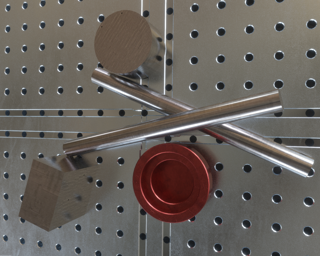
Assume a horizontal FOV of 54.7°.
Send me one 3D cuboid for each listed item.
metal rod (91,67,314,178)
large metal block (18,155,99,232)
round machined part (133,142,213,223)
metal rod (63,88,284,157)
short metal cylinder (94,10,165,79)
[{"bbox_3d":[0.040,-0.015,0.397,0.301,0.025,0.025,25,98,17],"label":"metal rod"},{"bbox_3d":[-0.138,0.085,0.430,0.050,0.080,0.080,19,96,19],"label":"large metal block"},{"bbox_3d":[0.018,0.067,0.396,0.098,0.042,0.097,0,90,19],"label":"round machined part"},{"bbox_3d":[-0.004,0.000,0.392,0.300,0.025,0.025,-13,86,27],"label":"metal rod"},{"bbox_3d":[-0.039,-0.108,0.412,0.080,0.050,0.079,0,90,19],"label":"short metal cylinder"}]
